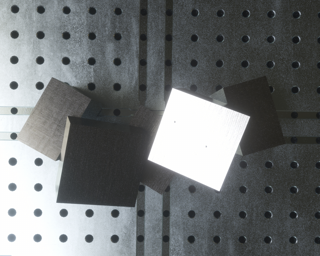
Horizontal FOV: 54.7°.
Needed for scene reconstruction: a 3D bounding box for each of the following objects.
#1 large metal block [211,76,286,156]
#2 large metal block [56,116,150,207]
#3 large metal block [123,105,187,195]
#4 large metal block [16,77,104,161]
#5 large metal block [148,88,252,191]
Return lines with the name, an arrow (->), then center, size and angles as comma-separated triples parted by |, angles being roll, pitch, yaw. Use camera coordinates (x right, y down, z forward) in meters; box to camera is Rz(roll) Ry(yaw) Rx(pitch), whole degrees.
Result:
large metal block -> 0.106, -0.014, 0.387 | 0.050, 0.080, 0.080 | -16, 90, 0
large metal block -> -0.064, 0.036, 0.334 | 0.081, 0.050, 0.079 | 9, 97, -21
large metal block -> -0.010, 0.026, 0.400 | 0.080, 0.050, 0.080 | 32, 90, -1
large metal block -> -0.118, -0.010, 0.384 | 0.050, 0.080, 0.080 | 30, 90, -1
large metal block -> 0.044, 0.008, 0.332 | 0.080, 0.050, 0.079 | 22, 103, 15
